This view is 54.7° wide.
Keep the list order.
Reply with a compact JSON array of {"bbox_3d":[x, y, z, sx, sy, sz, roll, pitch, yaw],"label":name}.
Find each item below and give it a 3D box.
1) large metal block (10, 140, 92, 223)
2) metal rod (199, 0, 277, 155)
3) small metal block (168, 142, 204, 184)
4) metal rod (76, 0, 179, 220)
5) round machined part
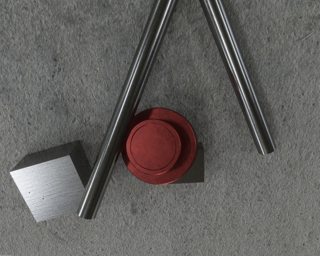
[{"bbox_3d":[-0.138,0.071,0.421,0.080,0.050,0.080,-16,110,5],"label":"large metal block"},{"bbox_3d":[0.083,-0.098,0.374,0.025,0.025,0.299,-24,109,8],"label":"metal rod"},{"bbox_3d":[0.034,0.048,0.428,0.050,0.025,0.050,-3,110,0],"label":"small metal block"},{"bbox_3d":[-0.039,-0.028,0.371,0.025,0.025,0.298,21,98,-8],"label":"metal rod"},{"bbox_3d":[-0.004,0.023,0.389,0.098,0.042,0.097,0,89,14],"label":"round machined part"}]
